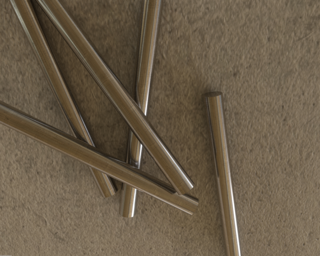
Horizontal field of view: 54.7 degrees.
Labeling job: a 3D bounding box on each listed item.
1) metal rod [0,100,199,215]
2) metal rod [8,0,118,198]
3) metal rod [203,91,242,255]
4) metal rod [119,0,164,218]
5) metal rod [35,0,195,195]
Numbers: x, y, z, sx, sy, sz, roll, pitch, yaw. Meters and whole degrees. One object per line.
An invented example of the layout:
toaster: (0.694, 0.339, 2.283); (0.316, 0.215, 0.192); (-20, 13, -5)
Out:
metal rod: (-0.085, 0.037, 0.394); (0.301, 0.025, 0.025); (28, 108, -11)
metal rod: (-0.120, -0.040, 0.393); (0.025, 0.025, 0.298); (-18, 109, 6)
metal rod: (0.095, 0.094, 0.445); (0.025, 0.025, 0.298); (-10, 110, 3)
metal rod: (-0.028, -0.015, 0.403); (0.025, 0.025, 0.298); (7, 110, -3)
metal rod: (-0.053, -0.043, 0.371); (0.025, 0.025, 0.299); (-34, 99, 11)
